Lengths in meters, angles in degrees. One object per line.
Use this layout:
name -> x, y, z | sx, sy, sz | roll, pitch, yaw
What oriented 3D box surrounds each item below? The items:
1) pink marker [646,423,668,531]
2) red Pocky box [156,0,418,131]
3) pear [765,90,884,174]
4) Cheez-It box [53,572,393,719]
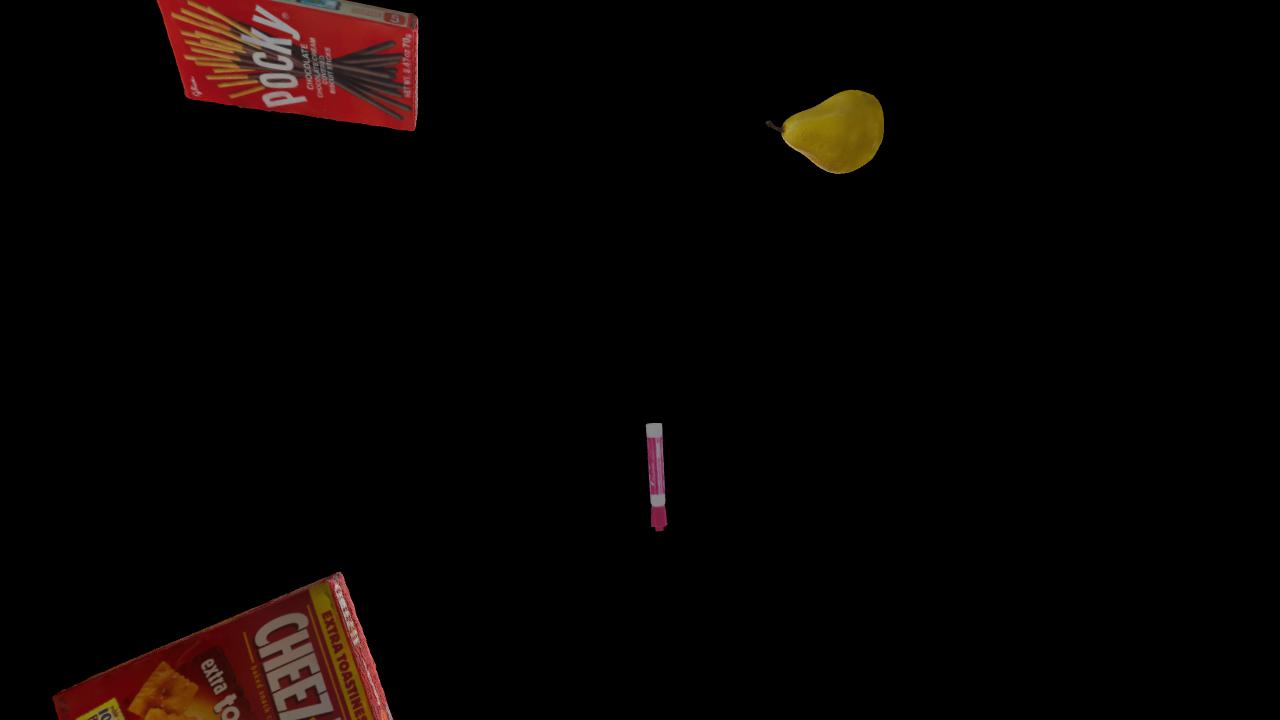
pink marker -> 0.019, 0.132, 0.696 | 0.020, 0.121, 0.020 | -3, -2, 0
red Pocky box -> -0.238, -0.213, 0.432 | 0.155, 0.028, 0.083 | 2, -36, -18
pear -> 0.176, -0.220, 0.600 | 0.111, 0.080, 0.080 | -4, 0, 3
Cheez-It box -> -0.362, 0.320, 0.557 | 0.223, 0.166, 0.071 | -20, -5, -17
